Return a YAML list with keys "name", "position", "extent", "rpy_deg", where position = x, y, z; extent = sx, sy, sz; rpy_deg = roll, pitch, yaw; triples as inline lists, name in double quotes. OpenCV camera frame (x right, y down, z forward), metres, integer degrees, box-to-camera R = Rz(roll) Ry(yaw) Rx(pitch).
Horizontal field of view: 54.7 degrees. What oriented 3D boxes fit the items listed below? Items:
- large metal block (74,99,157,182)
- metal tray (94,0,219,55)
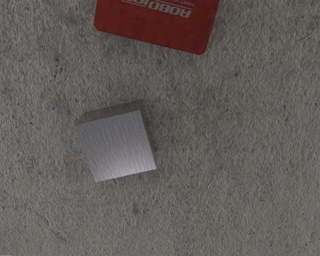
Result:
- name: "large metal block"
  position: [-0.053, 0.015, 0.402]
  extent: [0.080, 0.050, 0.080]
  rpy_deg: [-13, 110, 4]
- name: "metal tray"
  position: [-0.002, -0.143, 0.354]
  extent: [0.131, 0.030, 0.089]
  rpy_deg: [12, 110, -5]
